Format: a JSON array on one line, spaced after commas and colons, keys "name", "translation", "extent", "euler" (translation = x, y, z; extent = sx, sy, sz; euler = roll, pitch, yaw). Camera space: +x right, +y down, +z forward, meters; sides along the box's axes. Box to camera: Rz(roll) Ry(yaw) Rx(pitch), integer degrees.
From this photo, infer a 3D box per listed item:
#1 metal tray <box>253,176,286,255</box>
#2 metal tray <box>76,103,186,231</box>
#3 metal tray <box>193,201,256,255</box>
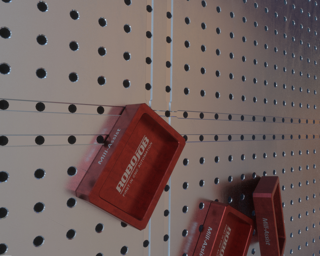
[{"name": "metal tray", "translation": [0.196, 0.160, 0.547], "extent": [0.090, 0.030, 0.129], "euler": [-25, 107, -60]}, {"name": "metal tray", "translation": [-0.029, 0.046, 0.380], "extent": [0.090, 0.030, 0.130], "euler": [41, 65, -32]}, {"name": "metal tray", "translation": [0.098, 0.192, 0.486], "extent": [0.090, 0.030, 0.130], "euler": [36, 68, -34]}]
